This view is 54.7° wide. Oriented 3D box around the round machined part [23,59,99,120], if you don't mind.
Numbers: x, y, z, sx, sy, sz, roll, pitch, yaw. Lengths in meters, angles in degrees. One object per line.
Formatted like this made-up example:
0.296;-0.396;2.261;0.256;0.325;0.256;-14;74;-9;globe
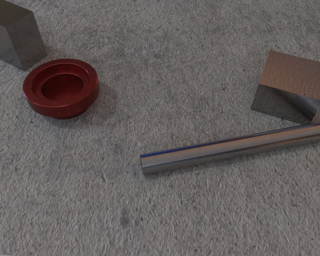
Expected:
-0.134;-0.050;0.433;0.099;0.042;0.098;0;50;0;round machined part

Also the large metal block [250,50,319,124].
0.182;-0.058;0.438;0.080;0.050;0.080;18;52;14;large metal block

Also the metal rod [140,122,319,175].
0.125;0.018;0.389;0.302;0.025;0.025;-10;51;-9;metal rod

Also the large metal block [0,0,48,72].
-0.236;-0.148;0.489;0.080;0.080;0.050;26;55;20;large metal block
